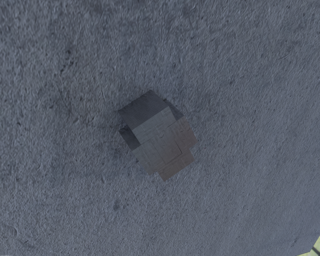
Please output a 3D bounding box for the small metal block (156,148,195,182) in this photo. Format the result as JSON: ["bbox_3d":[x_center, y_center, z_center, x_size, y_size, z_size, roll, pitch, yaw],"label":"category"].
[{"bbox_3d":[0.011,0.037,0.422,0.050,0.050,0.025,-34,129,-6],"label":"small metal block"}]

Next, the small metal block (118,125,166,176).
[{"bbox_3d":[-0.023,0.025,0.395,0.025,0.050,0.050,-35,129,-6],"label":"small metal block"}]

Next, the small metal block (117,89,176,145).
[{"bbox_3d":[-0.017,-0.015,0.375,0.050,0.050,0.025,-34,129,-6],"label":"small metal block"}]

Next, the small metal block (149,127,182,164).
[{"bbox_3d":[-0.003,0.011,0.398,0.025,0.050,0.050,-35,129,-6],"label":"small metal block"}]

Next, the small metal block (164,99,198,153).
[{"bbox_3d":[0.018,-0.003,0.401,0.025,0.050,0.050,-35,129,-5],"label":"small metal block"}]
